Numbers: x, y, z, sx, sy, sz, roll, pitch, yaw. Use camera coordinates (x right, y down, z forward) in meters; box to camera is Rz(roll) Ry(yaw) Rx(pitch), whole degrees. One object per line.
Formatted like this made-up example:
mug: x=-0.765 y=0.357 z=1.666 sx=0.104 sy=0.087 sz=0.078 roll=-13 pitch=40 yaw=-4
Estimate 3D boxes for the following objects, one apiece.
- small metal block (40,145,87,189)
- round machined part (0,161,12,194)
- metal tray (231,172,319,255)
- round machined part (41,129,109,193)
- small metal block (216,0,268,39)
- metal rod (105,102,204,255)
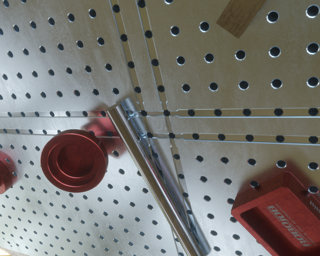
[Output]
small metal block: x=-0.161 y=0.065 z=0.518 sx=0.025 sy=0.050 sz=0.050 roll=-21 pitch=108 yaw=49
round machined part: x=-0.369 y=0.104 z=0.659 sx=0.098 sy=0.042 sz=0.097 roll=13 pitch=124 yaw=21
metal tray: x=0.168 y=0.127 z=0.397 sx=0.130 sy=0.030 sz=0.090 roll=46 pitch=129 yaw=-4
round machined part: x=-0.129 y=0.047 z=0.482 sx=0.099 sy=0.042 sz=0.097 roll=0 pitch=108 yaw=1
small metal block: x=0.081 y=-0.115 z=0.281 sx=0.025 sy=0.050 sz=0.050 roll=37 pitch=129 yaw=3
metal rod: x=0.001 y=0.098 z=0.471 sx=0.025 sy=0.025 sz=0.299 roll=-15 pitch=111 yaw=34
